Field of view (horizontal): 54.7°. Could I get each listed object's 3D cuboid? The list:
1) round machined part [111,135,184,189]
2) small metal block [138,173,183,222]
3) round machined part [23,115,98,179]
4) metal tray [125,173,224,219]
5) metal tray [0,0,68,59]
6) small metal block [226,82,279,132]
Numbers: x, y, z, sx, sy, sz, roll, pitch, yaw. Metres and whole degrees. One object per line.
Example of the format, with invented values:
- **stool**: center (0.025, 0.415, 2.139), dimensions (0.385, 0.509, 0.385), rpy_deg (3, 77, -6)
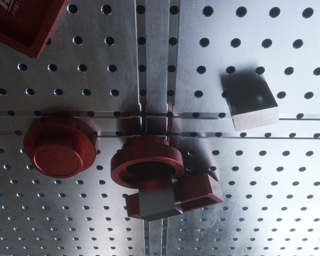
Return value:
- **round machined part**: center (-0.018, 0.045, 0.428), dimensions (0.099, 0.042, 0.098), rpy_deg (-5, 146, -3)
- **small metal block**: center (0.000, 0.095, 0.422), dimensions (0.050, 0.050, 0.025), rpy_deg (-18, 145, 16)
- **round machined part**: center (-0.137, 0.032, 0.426), dimensions (0.099, 0.042, 0.097), rpy_deg (0, 130, 0)
- **metal tray**: center (0.025, 0.110, 0.477), dimensions (0.130, 0.030, 0.090), rpy_deg (-19, 154, 15)
- **metal tray**: center (-0.131, -0.140, 0.287), dimensions (0.090, 0.030, 0.129), rpy_deg (28, 125, -22)
- **small metal block**: center (0.110, -0.026, 0.374), dimensions (0.050, 0.050, 0.025), rpy_deg (-12, 129, 9)
